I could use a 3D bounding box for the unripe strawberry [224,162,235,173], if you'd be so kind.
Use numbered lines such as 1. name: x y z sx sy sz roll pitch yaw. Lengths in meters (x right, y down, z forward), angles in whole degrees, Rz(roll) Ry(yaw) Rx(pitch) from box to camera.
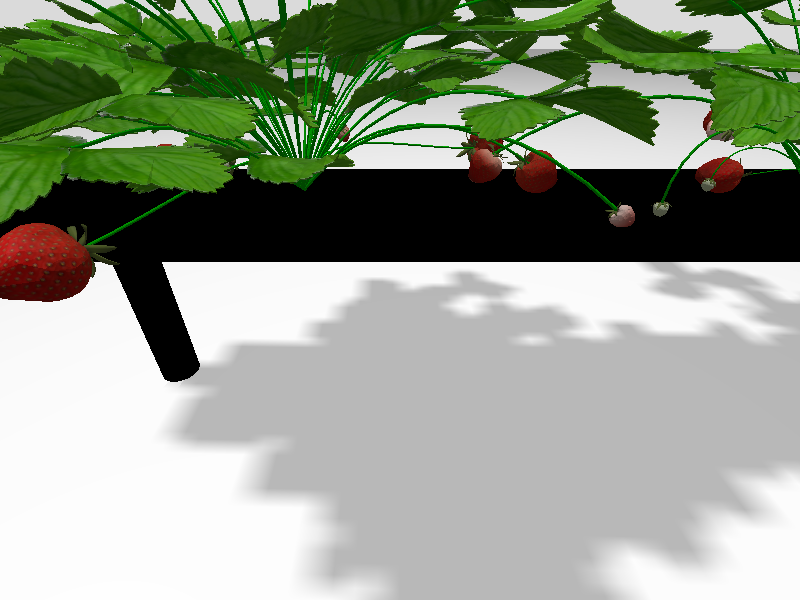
1. unripe strawberry: -0.173 -0.134 0.393 0.019 0.017 0.019 17 37 25

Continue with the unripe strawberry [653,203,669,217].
1. unripe strawberry: 0.192 -0.067 0.296 0.010 0.010 0.011 -12 36 -17

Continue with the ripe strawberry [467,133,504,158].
1. ripe strawberry: 0.089 -0.159 0.412 0.038 0.040 0.035 -14 36 -21

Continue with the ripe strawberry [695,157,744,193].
1. ripe strawberry: 0.270 -0.106 0.341 0.030 0.029 0.033 -3 34 -3

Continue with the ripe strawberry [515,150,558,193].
1. ripe strawberry: 0.120 -0.110 0.347 0.035 0.035 0.033 30 29 -18

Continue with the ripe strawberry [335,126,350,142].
1. ripe strawberry: -0.073 -0.212 0.512 0.019 0.020 0.020 2 -13 3

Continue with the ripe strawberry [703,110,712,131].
1. ripe strawberry: 0.431 -0.245 0.543 0.033 0.038 0.036 9 34 13

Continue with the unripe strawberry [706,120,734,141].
1. unripe strawberry: 0.410 -0.220 0.506 0.040 0.034 0.040 7 34 11

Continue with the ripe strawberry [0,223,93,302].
1. ripe strawberry: -0.182 -0.017 0.199 0.043 0.037 0.043 17 38 24

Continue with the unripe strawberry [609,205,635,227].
1. unripe strawberry: 0.157 -0.058 0.281 0.016 0.016 0.014 37 38 -4

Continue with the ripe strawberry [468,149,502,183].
1. ripe strawberry: 0.077 -0.122 0.369 0.030 0.031 0.029 36 30 -17

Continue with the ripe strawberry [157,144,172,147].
1. ripe strawberry: -0.219 -0.130 0.375 0.031 0.031 0.035 7 34 12

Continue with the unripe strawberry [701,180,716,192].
1. unripe strawberry: 0.257 -0.096 0.334 0.010 0.010 0.009 -5 34 -8
